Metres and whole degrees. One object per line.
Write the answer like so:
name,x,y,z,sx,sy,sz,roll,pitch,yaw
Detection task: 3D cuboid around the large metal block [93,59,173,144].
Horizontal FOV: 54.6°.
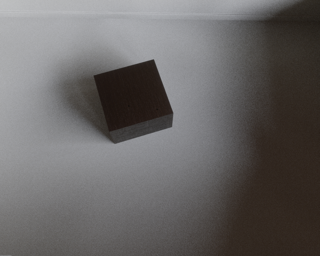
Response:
large metal block,-0.034,-0.034,0.409,0.080,0.050,0.080,-17,71,-6
